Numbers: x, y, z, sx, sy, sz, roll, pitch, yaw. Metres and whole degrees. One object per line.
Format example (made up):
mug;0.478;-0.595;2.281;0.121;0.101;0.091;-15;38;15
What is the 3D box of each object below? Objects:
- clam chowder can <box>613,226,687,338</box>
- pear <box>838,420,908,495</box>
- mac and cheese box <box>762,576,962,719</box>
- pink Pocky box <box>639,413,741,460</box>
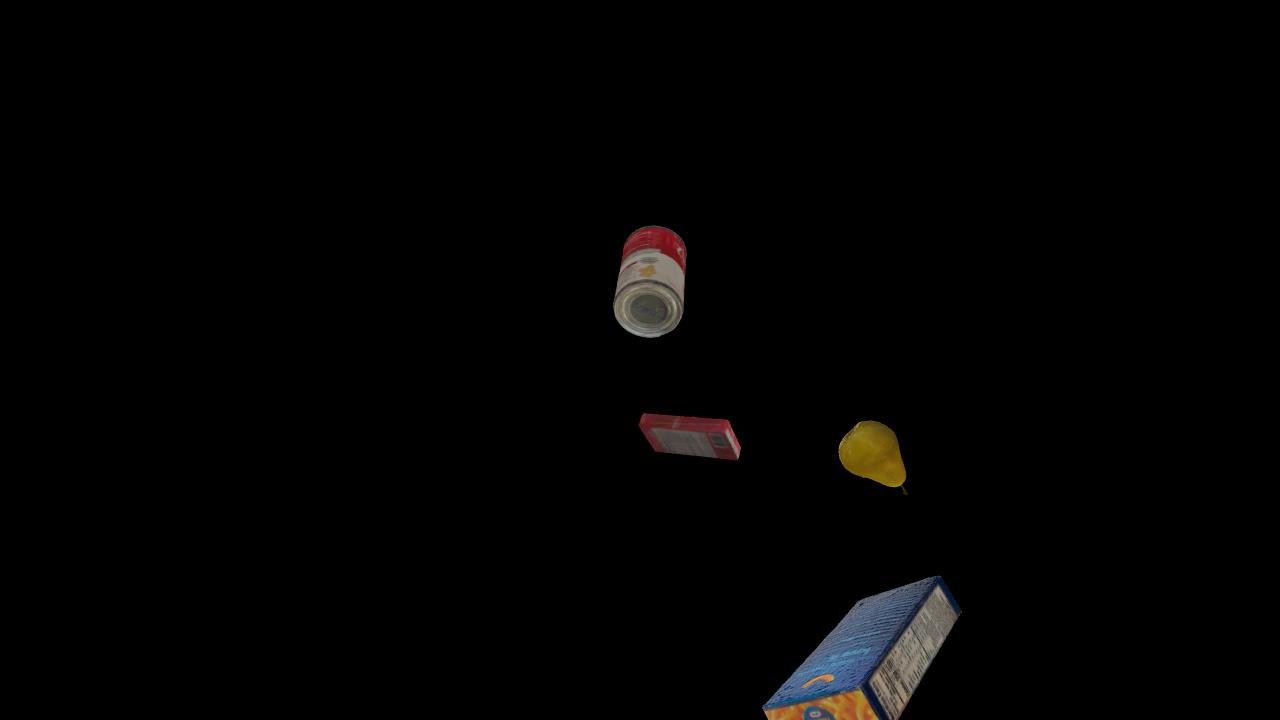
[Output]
clam chowder can;0.011;-0.078;0.609;0.068;0.068;0.102;0;41;7
pear;0.323;0.135;0.820;0.111;0.080;0.080;41;8;10
mac and cheese box;0.184;0.237;0.493;0.184;0.041;0.093;-13;-20;-48
pink Pocky box;0.082;0.126;1.015;0.155;0.029;0.084;1;-39;28
